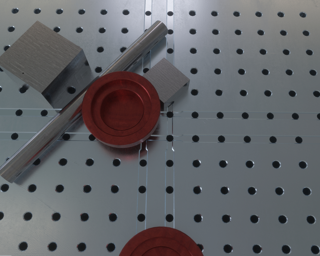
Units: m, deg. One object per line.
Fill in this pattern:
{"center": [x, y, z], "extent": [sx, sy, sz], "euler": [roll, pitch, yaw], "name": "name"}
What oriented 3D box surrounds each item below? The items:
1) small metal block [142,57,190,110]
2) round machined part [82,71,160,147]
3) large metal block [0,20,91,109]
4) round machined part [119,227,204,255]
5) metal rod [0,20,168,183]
{"center": [0.006, -0.062, 0.434], "extent": [0.050, 0.025, 0.050], "euler": [-43, 76, -14], "name": "small metal block"}
{"center": [-0.049, -0.022, 0.407], "extent": [0.099, 0.042, 0.098], "euler": [0, 76, 0], "name": "round machined part"}
{"center": [-0.158, -0.087, 0.429], "extent": [0.080, 0.050, 0.080], "euler": [33, 73, 11], "name": "large metal block"}
{"center": [0.002, 0.161, 0.344], "extent": [0.099, 0.042, 0.098], "euler": [0, 70, 0], "name": "round machined part"}
{"center": [-0.096, -0.045, 0.427], "extent": [0.025, 0.025, 0.301], "euler": [39, 74, 13], "name": "metal rod"}
